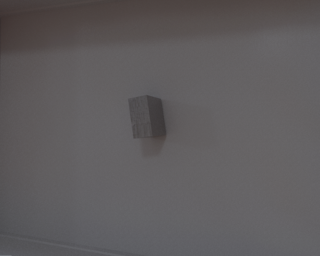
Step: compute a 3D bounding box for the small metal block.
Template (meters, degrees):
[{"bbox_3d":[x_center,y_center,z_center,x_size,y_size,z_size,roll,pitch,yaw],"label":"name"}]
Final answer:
[{"bbox_3d":[-0.016,-0.013,0.399,0.025,0.050,0.050,-9,86,20],"label":"small metal block"}]
